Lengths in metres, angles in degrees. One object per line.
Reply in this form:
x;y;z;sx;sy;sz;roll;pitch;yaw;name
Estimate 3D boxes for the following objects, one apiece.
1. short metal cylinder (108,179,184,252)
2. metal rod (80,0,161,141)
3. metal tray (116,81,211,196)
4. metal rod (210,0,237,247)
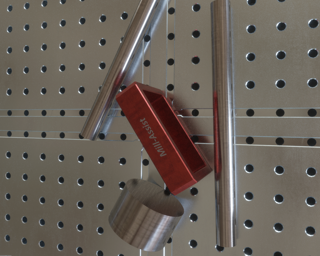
-0.017;0.107;0.389;0.080;0.080;0.050;31;100;17;short metal cylinder
-0.038;-0.120;0.426;0.025;0.025;0.298;29;99;17;metal rod
0.008;0.010;0.375;0.030;0.090;0.130;-34;79;17;metal tray
0.079;-0.006;0.384;0.025;0.025;0.298;-1;90;20;metal rod
